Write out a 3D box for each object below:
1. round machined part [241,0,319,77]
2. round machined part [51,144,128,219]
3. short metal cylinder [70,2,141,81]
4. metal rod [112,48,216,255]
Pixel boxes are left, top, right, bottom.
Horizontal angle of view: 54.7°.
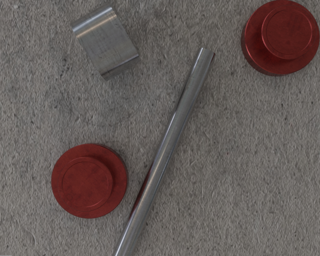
[{"bbox_3d":[0.160,-0.119,0.403,0.099,0.042,0.097,0,90,0],"label":"round machined part"},{"bbox_3d":[-0.092,0.069,0.401,0.099,0.042,0.097,0,90,0],"label":"round machined part"},{"bbox_3d":[-0.065,-0.105,0.382,0.050,0.080,0.080,-31,90,0],"label":"short metal cylinder"},{"bbox_3d":[0.005,0.037,0.409,0.025,0.025,0.299,23,90,0],"label":"metal rod"}]
